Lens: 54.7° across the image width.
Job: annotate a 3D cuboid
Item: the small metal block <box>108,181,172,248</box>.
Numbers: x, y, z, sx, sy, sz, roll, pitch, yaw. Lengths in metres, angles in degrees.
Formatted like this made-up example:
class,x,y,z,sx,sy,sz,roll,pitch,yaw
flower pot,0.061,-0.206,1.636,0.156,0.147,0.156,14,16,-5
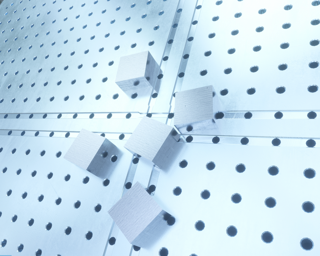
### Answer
class,x,y,z,sx,sy,sz,roll,pitch,yaw
small metal block,-0.024,0.099,0.359,0.050,0.025,0.050,-46,51,-4

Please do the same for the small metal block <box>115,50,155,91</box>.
class,x,y,z,sx,sy,sz,roll,pitch,yaw
small metal block,-0.038,-0.088,0.481,0.050,0.025,0.050,-7,59,24

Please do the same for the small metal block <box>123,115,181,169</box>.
class,x,y,z,sx,sy,sz,roll,pitch,yaw
small metal block,-0.010,0.017,0.402,0.050,0.025,0.050,23,74,36

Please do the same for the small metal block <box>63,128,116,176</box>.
class,x,y,z,sx,sy,sz,roll,pitch,yaw
small metal block,-0.100,0.034,0.438,0.050,0.025,0.050,19,71,35

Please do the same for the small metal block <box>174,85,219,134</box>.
class,x,y,z,sx,sy,sz,roll,pitch,yaw
small metal block,0.047,-0.023,0.397,0.050,0.025,0.050,-9,58,22
